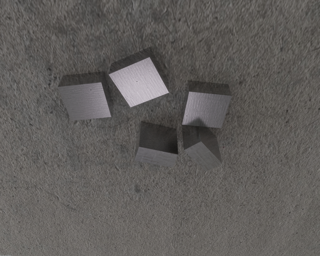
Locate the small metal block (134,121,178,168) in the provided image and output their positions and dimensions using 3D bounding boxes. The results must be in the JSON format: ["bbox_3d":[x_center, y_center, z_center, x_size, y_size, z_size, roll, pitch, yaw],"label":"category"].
[{"bbox_3d":[-0.005,0.021,0.409,0.050,0.050,0.025,12,129,-11],"label":"small metal block"}]

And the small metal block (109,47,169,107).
[{"bbox_3d":[-0.023,-0.058,0.358,0.050,0.025,0.050,-20,128,16],"label":"small metal block"}]

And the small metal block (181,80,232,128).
[{"bbox_3d":[0.056,-0.029,0.383,0.050,0.025,0.050,5,130,-5],"label":"small metal block"}]

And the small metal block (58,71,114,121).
[{"bbox_3d":[-0.088,-0.038,0.374,0.050,0.025,0.050,-5,130,4],"label":"small metal block"}]

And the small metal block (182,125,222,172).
[{"bbox_3d":[0.055,0.021,0.409,0.025,0.050,0.050,-31,124,23],"label":"small metal block"}]
